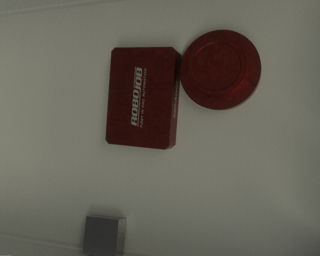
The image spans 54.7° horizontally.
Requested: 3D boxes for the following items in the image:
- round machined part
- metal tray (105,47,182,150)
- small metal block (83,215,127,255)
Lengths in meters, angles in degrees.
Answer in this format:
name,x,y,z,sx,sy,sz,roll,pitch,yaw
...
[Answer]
name,x,y,z,sx,sy,sz,roll,pitch,yaw
round machined part,0.071,-0.071,0.376,0.098,0.042,0.097,0,90,19
metal tray,-0.022,-0.040,0.415,0.090,0.030,0.129,5,92,19
small metal block,-0.077,0.150,0.432,0.050,0.025,0.050,1,80,19
